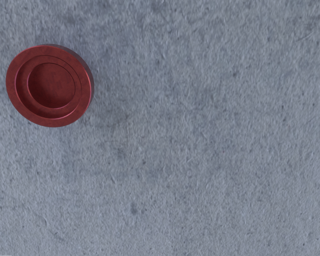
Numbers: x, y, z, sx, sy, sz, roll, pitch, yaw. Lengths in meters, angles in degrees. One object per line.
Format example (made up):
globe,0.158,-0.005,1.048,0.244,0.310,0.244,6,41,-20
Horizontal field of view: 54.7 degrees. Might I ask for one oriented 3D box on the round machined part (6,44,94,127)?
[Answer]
round machined part,-0.130,-0.053,0.379,0.099,0.042,0.097,0,110,-1
